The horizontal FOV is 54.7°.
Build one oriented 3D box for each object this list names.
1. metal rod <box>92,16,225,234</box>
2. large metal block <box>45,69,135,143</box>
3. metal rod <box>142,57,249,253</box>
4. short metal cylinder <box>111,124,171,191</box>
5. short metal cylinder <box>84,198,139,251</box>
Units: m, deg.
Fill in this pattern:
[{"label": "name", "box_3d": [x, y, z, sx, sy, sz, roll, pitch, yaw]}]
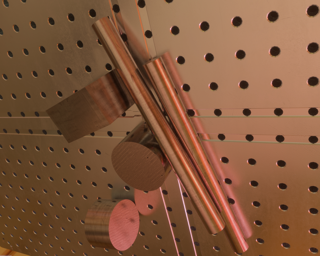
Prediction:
[{"label": "metal rod", "box_3d": [0.002, 0.002, 0.389, 0.025, 0.025, 0.299, -24, 99, 36]}, {"label": "large metal block", "box_3d": [-0.083, -0.032, 0.400, 0.080, 0.080, 0.050, -21, 107, 36]}, {"label": "metal rod", "box_3d": [0.054, 0.048, 0.411, 0.025, 0.025, 0.299, -15, 111, 34]}, {"label": "short metal cylinder", "box_3d": [-0.020, 0.040, 0.430, 0.080, 0.050, 0.079, 13, 124, 21]}, {"label": "short metal cylinder", "box_3d": [-0.078, 0.159, 0.515, 0.050, 0.080, 0.080, -6, 116, 31]}]
